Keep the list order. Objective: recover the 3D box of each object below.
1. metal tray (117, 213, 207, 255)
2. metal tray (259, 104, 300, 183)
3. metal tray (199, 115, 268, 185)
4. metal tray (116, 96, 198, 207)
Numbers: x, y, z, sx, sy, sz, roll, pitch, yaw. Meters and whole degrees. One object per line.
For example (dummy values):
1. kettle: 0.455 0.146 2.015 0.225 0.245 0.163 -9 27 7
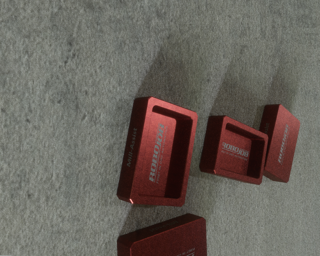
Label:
1. metal tray: 0.008 0.174 0.411 0.131 0.030 0.089 -4 93 -40
2. metal tray: 0.224 0.030 0.593 0.090 0.030 0.130 29 72 -37
3. metal tray: 0.126 0.039 0.509 0.131 0.030 0.090 19 78 -39
4. metal tray: 0.000 0.033 0.403 0.091 0.030 0.129 16 80 -39
